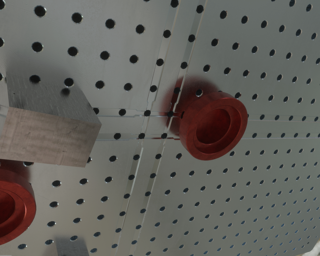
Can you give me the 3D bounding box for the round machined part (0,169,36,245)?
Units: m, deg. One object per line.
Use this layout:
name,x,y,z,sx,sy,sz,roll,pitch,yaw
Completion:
round machined part,-0.194,0.085,0.347,0.099,0.042,0.097,-14,124,-21

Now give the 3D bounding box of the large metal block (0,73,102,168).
large metal block,-0.114,-0.008,0.308,0.081,0.080,0.050,12,112,-33

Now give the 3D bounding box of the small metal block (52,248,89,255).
small metal block,-0.139,0.209,0.464,0.050,0.025,0.050,20,108,-36

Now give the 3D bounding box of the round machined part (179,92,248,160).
round machined part,0.070,-0.006,0.434,0.099,0.042,0.097,-14,124,-21
